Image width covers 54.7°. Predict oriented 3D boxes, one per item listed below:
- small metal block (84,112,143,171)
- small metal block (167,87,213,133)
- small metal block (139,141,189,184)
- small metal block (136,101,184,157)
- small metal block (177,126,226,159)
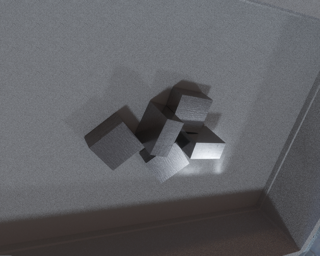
[{"bbox_3d":[-0.057,0.018,0.387,0.050,0.025,0.050,-38,130,-3],"label":"small metal block"},{"bbox_3d":[0.035,-0.023,0.413,0.050,0.025,0.050,6,115,-32],"label":"small metal block"},{"bbox_3d":[0.007,0.043,0.438,0.050,0.025,0.050,-35,129,-5],"label":"small metal block"},{"bbox_3d":[-0.002,0.001,0.391,0.025,0.050,0.050,13,111,-34],"label":"small metal block"},{"bbox_3d":[0.054,0.019,0.433,0.050,0.050,0.025,3,117,-30],"label":"small metal block"}]
